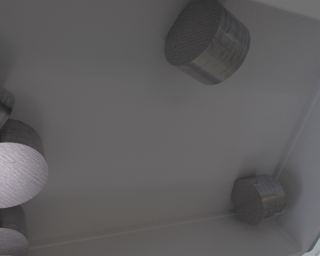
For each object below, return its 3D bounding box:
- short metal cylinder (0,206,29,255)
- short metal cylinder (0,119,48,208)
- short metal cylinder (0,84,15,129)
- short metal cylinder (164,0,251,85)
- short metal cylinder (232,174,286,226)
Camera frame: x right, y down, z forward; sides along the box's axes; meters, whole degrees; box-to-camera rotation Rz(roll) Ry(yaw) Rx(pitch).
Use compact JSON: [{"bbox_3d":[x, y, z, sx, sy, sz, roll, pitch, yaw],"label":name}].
[{"bbox_3d":[-0.200,0.129,0.363,0.081,0.050,0.079,-14,124,-21],"label":"short metal cylinder"},{"bbox_3d":[-0.163,0.037,0.326,0.081,0.050,0.079,-14,124,-21],"label":"short metal cylinder"},{"bbox_3d":[-0.176,-0.016,0.267,0.080,0.080,0.050,-41,129,0],"label":"short metal cylinder"},{"bbox_3d":[0.051,-0.094,0.342,0.050,0.080,0.080,24,105,-37],"label":"short metal cylinder"},{"bbox_3d":[0.172,0.125,0.544,0.050,0.080,0.079,-7,122,-25],"label":"short metal cylinder"}]
